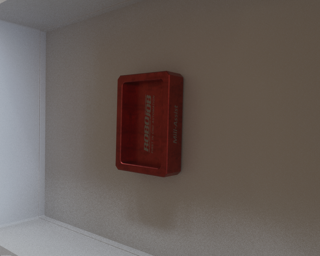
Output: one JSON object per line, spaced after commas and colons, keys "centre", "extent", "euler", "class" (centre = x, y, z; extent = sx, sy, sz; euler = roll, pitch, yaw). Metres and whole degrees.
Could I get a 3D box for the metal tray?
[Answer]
{"centre": [-0.016, -0.006, 0.411], "extent": [0.090, 0.030, 0.129], "euler": [2, 91, 39], "class": "metal tray"}
